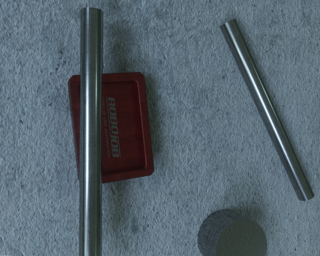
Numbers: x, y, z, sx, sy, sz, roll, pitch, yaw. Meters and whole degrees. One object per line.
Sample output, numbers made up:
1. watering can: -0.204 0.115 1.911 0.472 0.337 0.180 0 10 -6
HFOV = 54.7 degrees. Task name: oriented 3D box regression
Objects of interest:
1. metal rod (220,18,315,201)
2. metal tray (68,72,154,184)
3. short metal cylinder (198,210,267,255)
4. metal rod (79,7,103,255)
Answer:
1. metal rod: 0.165 -0.021 0.469 0.025 0.025 0.299 -31 100 -17
2. metal tray: -0.060 -0.001 0.383 0.091 0.030 0.129 -7 92 -20
3. short metal cylinder: 0.100 0.160 0.433 0.081 0.050 0.079 0 90 -20
4. metal rod: -0.077 0.018 0.347 0.025 0.025 0.298 0 90 -20
